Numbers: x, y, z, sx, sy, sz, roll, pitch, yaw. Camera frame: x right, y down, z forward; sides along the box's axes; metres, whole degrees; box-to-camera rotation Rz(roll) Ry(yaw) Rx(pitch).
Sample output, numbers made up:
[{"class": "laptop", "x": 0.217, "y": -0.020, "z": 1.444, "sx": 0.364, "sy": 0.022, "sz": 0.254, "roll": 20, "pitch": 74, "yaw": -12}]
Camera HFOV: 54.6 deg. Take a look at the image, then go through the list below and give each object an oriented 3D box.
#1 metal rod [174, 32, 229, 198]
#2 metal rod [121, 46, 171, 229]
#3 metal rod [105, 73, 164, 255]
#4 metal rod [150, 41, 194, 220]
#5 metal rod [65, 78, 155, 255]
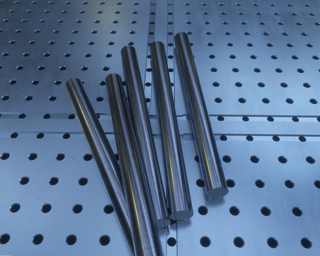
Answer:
[{"class": "metal rod", "x": 0.051, "y": -0.042, "z": 0.442, "sx": 0.025, "sy": 0.025, "sz": 0.300, "roll": -4, "pitch": 50, "yaw": -3}, {"class": "metal rod", "x": -0.027, "y": -0.013, "z": 0.418, "sx": 0.025, "sy": 0.025, "sz": 0.300, "roll": -8, "pitch": 50, "yaw": -6}, {"class": "metal rod", "x": -0.037, "y": 0.029, "z": 0.362, "sx": 0.025, "sy": 0.025, "sz": 0.300, "roll": -10, "pitch": 45, "yaw": -8}, {"class": "metal rod", "x": 0.009, "y": -0.021, "z": 0.425, "sx": 0.025, "sy": 0.025, "sz": 0.300, "roll": -4, "pitch": 50, "yaw": -3}, {"class": "metal rod", "x": -0.065, "y": 0.040, "z": 0.373, "sx": 0.025, "sy": 0.025, "sz": 0.300, "roll": -20, "pitch": 53, "yaw": -16}]
